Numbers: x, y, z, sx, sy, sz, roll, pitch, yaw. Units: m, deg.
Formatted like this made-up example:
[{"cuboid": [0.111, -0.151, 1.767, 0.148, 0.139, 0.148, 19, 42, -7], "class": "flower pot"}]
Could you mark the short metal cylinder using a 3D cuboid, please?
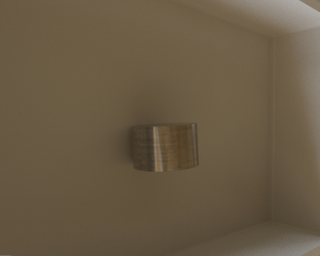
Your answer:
[{"cuboid": [0.006, 0.021, 0.378, 0.081, 0.080, 0.050, -5, 94, -40], "class": "short metal cylinder"}]
